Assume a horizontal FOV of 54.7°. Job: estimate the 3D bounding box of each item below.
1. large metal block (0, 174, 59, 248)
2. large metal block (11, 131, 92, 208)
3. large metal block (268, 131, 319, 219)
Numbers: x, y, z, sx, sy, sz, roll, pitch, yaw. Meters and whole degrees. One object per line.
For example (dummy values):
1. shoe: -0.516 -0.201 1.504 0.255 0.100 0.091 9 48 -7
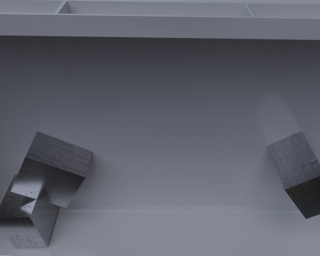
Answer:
1. large metal block: -0.200 0.127 0.479 0.050 0.080 0.080 -3 130 2
2. large metal block: -0.154 0.062 0.443 0.080 0.050 0.080 23 126 -19
3. large metal block: 0.200 0.065 0.430 0.050 0.080 0.080 -29 125 22
